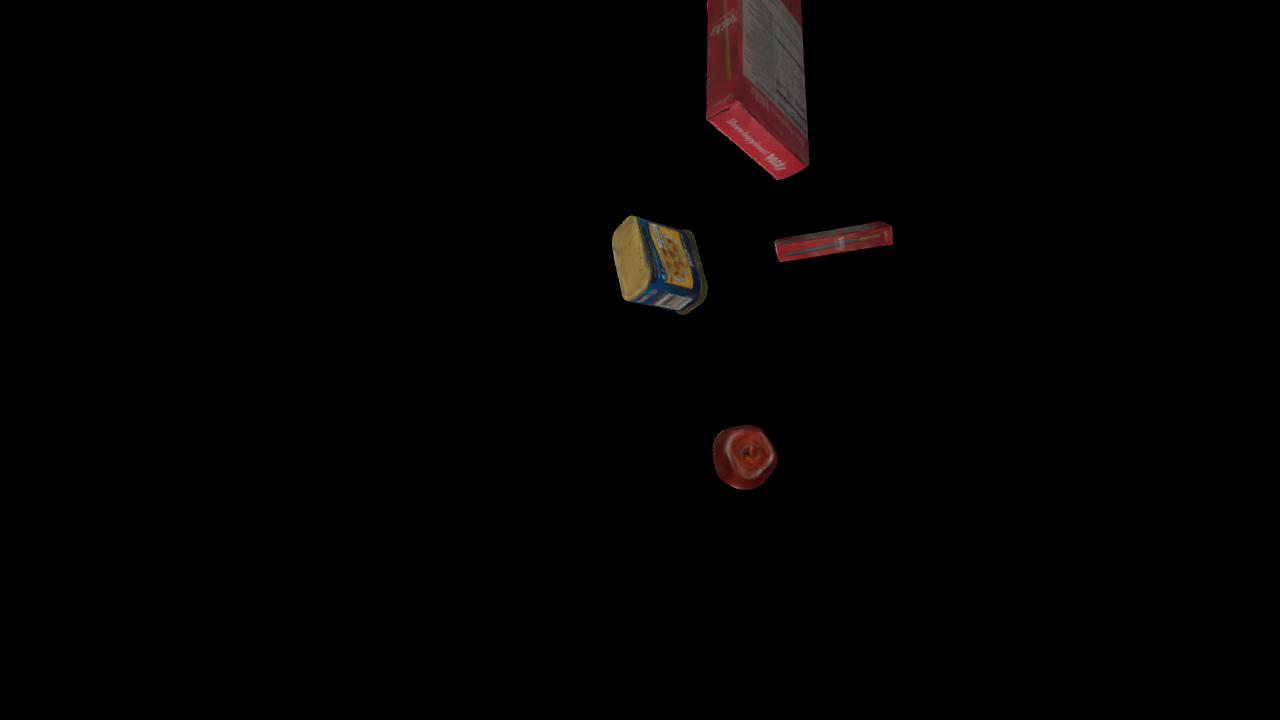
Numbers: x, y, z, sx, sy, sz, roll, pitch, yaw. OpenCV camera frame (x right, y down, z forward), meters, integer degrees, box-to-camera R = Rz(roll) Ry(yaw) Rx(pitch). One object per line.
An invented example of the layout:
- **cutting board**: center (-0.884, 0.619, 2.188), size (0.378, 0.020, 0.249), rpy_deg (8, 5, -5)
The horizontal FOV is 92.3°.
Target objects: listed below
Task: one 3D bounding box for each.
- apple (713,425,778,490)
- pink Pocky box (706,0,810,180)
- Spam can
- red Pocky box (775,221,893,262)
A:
- **apple**: center (0.124, 0.118, 0.745), size (0.079, 0.079, 0.093), rpy_deg (0, -18, 1)
- **pink Pocky box**: center (0.080, -0.209, 0.417), size (0.029, 0.155, 0.084), rpy_deg (-14, -24, 41)
- **Spam can**: center (0.021, -0.108, 0.703), size (0.085, 0.101, 0.058), rpy_deg (7, -30, -39)
- **red Pocky box**: center (0.272, -0.168, 0.877), size (0.155, 0.028, 0.083), rpy_deg (-8, 14, 13)
